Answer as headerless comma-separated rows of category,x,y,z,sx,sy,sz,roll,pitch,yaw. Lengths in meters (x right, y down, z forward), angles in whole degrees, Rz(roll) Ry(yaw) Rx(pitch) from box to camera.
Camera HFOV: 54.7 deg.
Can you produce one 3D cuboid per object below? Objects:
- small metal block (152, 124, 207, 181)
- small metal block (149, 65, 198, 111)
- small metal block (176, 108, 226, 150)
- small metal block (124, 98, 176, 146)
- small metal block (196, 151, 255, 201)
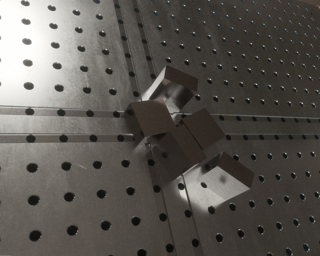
small metal block,0.023,0.031,0.387,0.025,0.050,0.050,-25,75,-37
small metal block,0.019,-0.055,0.438,0.050,0.050,0.025,21,54,-16
small metal block,0.056,0.005,0.437,0.050,0.025,0.050,-26,76,-37
small metal block,-0.012,-0.009,0.408,0.050,0.025,0.050,-11,68,-33
small metal block,0.084,0.063,0.401,0.050,0.050,0.025,35,51,-6
